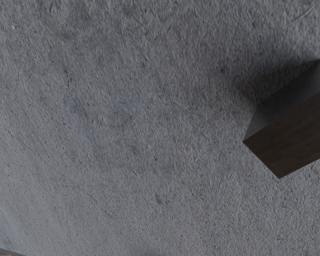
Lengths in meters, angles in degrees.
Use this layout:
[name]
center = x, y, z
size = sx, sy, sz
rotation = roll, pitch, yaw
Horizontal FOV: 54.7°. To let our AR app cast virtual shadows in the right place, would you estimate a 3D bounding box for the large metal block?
[large metal block]
center = 0.134, -0.009, 0.295
size = 0.050, 0.080, 0.080
rotation = 45, 129, -3
